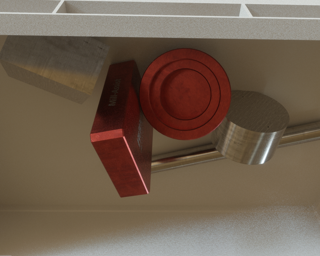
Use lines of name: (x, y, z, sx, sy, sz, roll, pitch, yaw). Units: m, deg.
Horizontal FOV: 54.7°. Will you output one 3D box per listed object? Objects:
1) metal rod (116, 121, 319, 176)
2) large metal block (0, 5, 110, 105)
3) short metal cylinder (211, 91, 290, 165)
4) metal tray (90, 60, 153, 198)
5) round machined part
metal rod: (0.077, 0.034, 0.439, 0.301, 0.025, 0.025, -13, 129, 10)
large metal block: (-0.104, -0.065, 0.308, 0.080, 0.050, 0.080, 22, 171, -18)
short metal cylinder: (0.106, -0.002, 0.373, 0.081, 0.080, 0.050, 4, 130, -4)
metal tray: (-0.034, -0.003, 0.337, 0.030, 0.130, 0.090, -10, 130, 9)
round machined part: (0.029, -0.038, 0.347, 0.098, 0.042, 0.097, 2, 100, 12)
